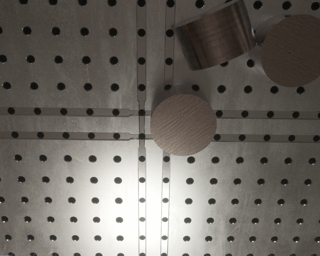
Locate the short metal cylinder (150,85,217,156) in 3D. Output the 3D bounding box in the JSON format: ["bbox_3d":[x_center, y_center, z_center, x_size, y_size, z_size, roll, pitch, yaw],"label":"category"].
[{"bbox_3d":[0.028,-0.011,0.397,0.081,0.050,0.079,0,110,-1],"label":"short metal cylinder"}]

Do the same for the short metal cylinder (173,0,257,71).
[{"bbox_3d":[0.061,-0.104,0.347,0.080,0.080,0.050,-22,109,7],"label":"short metal cylinder"}]

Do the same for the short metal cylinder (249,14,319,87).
[{"bbox_3d":[0.152,-0.093,0.368,0.081,0.050,0.079,0,110,-1],"label":"short metal cylinder"}]
